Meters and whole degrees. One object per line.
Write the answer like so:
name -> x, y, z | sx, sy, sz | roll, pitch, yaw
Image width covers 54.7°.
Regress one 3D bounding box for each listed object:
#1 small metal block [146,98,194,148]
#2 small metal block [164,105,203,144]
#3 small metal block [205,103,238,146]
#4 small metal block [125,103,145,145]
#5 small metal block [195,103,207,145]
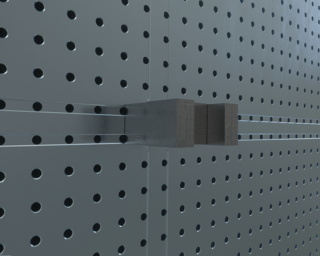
small metal block -> 0.010, -0.005, 0.337 | 0.025, 0.050, 0.050 | 1, 89, -40
small metal block -> 0.032, -0.004, 0.421 | 0.025, 0.050, 0.050 | -1, 91, -40
small metal block -> 0.069, -0.004, 0.386 | 0.025, 0.050, 0.050 | 1, 89, -40
small metal block -> -0.018, -0.005, 0.379 | 0.025, 0.050, 0.050 | 1, 90, -40
small metal block -> 0.030, -0.005, 0.372 | 0.050, 0.025, 0.050 | 1, 90, -40
